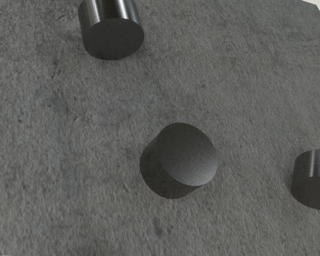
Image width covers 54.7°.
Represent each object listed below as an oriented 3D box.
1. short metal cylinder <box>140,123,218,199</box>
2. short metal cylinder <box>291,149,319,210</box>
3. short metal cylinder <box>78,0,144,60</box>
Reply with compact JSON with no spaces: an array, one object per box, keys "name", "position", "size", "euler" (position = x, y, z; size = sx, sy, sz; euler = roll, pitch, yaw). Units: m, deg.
[{"name":"short metal cylinder","position":[0.022,0.040,0.377],"size":[0.081,0.050,0.080],"euler":[14,56,-21]},{"name":"short metal cylinder","position":[0.238,0.077,0.453],"size":[0.080,0.080,0.050],"euler":[34,51,-7]},{"name":"short metal cylinder","position":[-0.066,-0.137,0.418],"size":[0.081,0.080,0.050],"euler":[-1,62,-29]}]
